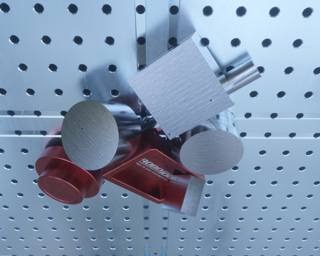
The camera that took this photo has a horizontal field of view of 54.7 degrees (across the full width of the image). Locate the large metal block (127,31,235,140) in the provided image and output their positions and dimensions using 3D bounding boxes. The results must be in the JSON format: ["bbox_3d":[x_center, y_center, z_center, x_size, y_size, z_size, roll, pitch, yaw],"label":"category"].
[{"bbox_3d":[0.025,-0.046,0.341,0.080,0.050,0.080,-30,105,23],"label":"large metal block"}]

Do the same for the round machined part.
[{"bbox_3d":[-0.134,0.074,0.445,0.098,0.042,0.097,11,137,11],"label":"round machined part"}]

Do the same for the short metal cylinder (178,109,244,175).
[{"bbox_3d":[0.065,0.017,0.409,0.081,0.050,0.079,0,130,0],"label":"short metal cylinder"}]

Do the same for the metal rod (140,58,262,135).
[{"bbox_3d":[-0.009,-0.001,0.413,0.300,0.025,0.025,-30,124,23],"label":"metal rod"}]

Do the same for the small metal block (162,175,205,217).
[{"bbox_3d":[0.033,0.094,0.437,0.025,0.050,0.050,27,160,-23],"label":"small metal block"}]

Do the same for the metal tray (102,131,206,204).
[{"bbox_3d":[-0.006,0.062,0.442,0.090,0.030,0.130,-30,137,23],"label":"metal tray"}]

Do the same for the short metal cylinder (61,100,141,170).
[{"bbox_3d":[-0.070,0.007,0.373,0.080,0.050,0.079,2,94,25],"label":"short metal cylinder"}]
